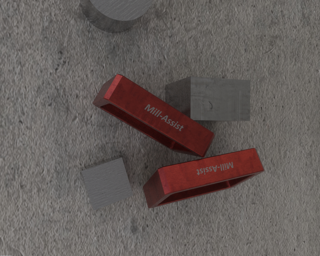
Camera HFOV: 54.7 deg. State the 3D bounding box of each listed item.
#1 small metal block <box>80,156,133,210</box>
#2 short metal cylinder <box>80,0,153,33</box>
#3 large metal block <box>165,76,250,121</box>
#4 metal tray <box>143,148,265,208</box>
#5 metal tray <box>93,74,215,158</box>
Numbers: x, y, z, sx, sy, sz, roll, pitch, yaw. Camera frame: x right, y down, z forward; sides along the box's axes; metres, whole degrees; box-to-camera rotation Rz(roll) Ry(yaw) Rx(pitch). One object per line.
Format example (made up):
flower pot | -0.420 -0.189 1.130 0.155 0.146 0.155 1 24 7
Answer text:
small metal block | -0.067 0.067 0.385 0.050 0.025 0.050 -18 96 -19
short metal cylinder | -0.054 -0.162 0.376 0.081 0.050 0.080 0 90 -20
large metal block | 0.059 -0.034 0.402 0.081 0.080 0.050 0 90 -20
metal tray | 0.052 0.064 0.391 0.131 0.090 0.030 -9 69 -20
metal tray | -0.011 -0.011 0.370 0.131 0.090 0.030 31 80 -18
